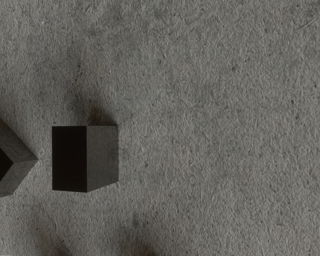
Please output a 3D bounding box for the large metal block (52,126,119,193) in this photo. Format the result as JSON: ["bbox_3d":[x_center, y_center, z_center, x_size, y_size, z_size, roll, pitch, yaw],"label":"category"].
[{"bbox_3d":[-0.097,0.037,0.414,0.050,0.080,0.080,-1,90,20],"label":"large metal block"}]

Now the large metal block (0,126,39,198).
[{"bbox_3d":[-0.254,0.053,0.486,0.080,0.050,0.080,43,103,15],"label":"large metal block"}]
